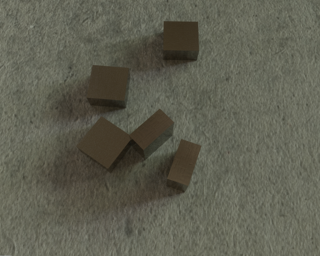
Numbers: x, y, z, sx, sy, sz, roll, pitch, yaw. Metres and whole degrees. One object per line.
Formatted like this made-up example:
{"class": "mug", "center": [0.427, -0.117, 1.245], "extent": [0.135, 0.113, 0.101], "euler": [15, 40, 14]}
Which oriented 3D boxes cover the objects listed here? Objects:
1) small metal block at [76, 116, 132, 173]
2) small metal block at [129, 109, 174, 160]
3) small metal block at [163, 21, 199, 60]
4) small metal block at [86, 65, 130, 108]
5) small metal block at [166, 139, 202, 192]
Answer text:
{"class": "small metal block", "center": [-0.069, 0.021, 0.400], "extent": [0.050, 0.025, 0.050], "euler": [33, 73, 11]}
{"class": "small metal block", "center": [-0.010, 0.009, 0.391], "extent": [0.050, 0.050, 0.025], "euler": [-42, 76, -14]}
{"class": "small metal block", "center": [0.030, -0.128, 0.455], "extent": [0.050, 0.025, 0.050], "euler": [1, 70, 0]}
{"class": "small metal block", "center": [-0.070, -0.057, 0.428], "extent": [0.050, 0.025, 0.050], "euler": [5, 70, 1]}
{"class": "small metal block", "center": [0.028, 0.047, 0.378], "extent": [0.025, 0.050, 0.050], "euler": [19, 71, 6]}
